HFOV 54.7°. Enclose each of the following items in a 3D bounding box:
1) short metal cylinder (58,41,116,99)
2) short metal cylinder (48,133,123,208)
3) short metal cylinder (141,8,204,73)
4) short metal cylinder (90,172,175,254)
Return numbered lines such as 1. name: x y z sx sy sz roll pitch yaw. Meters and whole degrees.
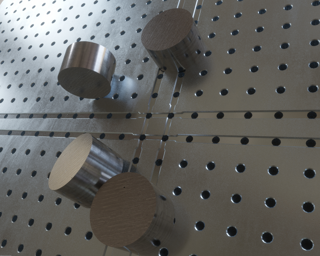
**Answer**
1. short metal cylinder: -0.113 -0.089 0.485 0.080 0.080 0.050 -8 58 24
2. short metal cylinder: -0.093 0.053 0.390 0.080 0.050 0.080 -33 34 26
3. short metal cylinder: 0.019 -0.130 0.460 0.080 0.050 0.080 -13 56 20
4. short metal cylinder: -0.030 0.096 0.348 0.080 0.050 0.080 -13 57 21
